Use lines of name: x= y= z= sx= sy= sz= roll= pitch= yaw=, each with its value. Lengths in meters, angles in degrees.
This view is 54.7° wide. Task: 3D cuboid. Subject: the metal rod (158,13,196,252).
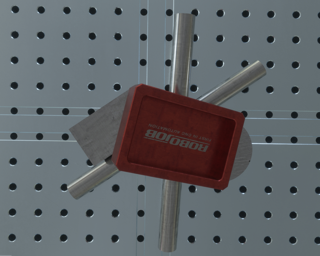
metal rod: x=0.020 y=0.013 z=0.391 sx=0.025 sy=0.025 sz=0.298 roll=4 pitch=99 yaw=-1

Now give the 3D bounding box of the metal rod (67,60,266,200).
metal rod: x=0.009 y=0.002 z=0.414 sx=0.301 sy=0.025 sz=0.025 roll=-34 pitch=90 yaw=-1

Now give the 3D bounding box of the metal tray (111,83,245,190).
metal tray: x=0.022 y=0.012 z=0.341 sx=0.131 sy=0.030 sz=0.089 roll=14 pitch=90 yaw=-19

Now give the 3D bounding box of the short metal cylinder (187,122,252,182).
short metal cylinder: x=0.072 y=0.026 z=0.401 sx=0.081 sy=0.050 sz=0.079 roll=0 pitch=90 yaw=-1

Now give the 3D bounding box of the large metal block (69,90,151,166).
large metal block: x=-0.054 y=0.000 z=0.385 sx=0.080 sy=0.080 sz=0.050 roll=-34 pitch=90 yaw=0
